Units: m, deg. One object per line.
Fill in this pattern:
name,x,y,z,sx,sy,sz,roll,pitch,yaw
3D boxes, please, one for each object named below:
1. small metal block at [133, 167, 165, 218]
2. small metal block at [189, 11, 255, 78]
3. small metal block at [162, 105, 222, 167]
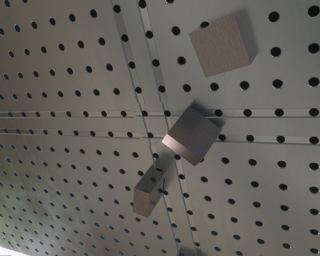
small metal block,-0.017,0.096,0.464,0.025,0.050,0.050,18,126,18
small metal block,0.065,-0.086,0.324,0.050,0.025,0.050,-12,112,33
small metal block,0.039,0.010,0.377,0.050,0.050,0.025,37,151,3
